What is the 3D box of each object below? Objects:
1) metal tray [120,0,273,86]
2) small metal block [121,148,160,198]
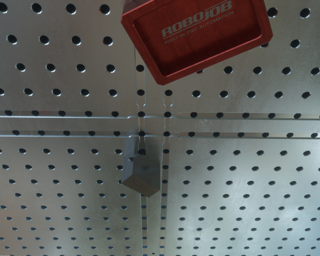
[{"bbox_3d":[0.038,-0.107,0.317,0.130,0.030,0.090,-21,128,16],"label":"metal tray"},{"bbox_3d":[-0.027,0.066,0.451,0.050,0.050,0.025,34,122,-26],"label":"small metal block"}]
